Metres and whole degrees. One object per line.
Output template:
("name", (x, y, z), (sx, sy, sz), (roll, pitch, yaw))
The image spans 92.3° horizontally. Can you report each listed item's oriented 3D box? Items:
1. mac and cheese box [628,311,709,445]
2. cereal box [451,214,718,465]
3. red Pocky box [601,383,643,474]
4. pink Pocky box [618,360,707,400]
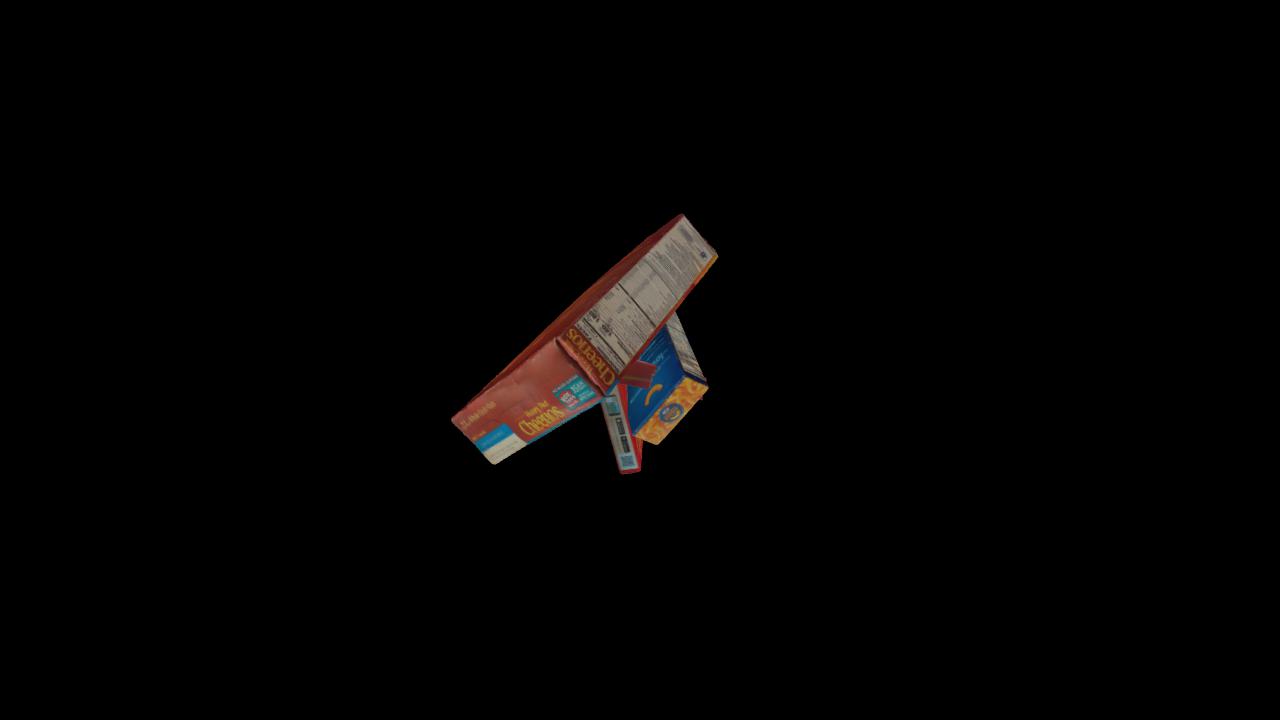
("mac and cheese box", (0.014, -0.001, 0.698), (0.041, 0.093, 0.184), (26, 27, -29))
("cereal box", (-0.051, -0.030, 0.691), (0.203, 0.081, 0.306), (-33, 13, 40))
("red Pocky box", (-0.024, 0.043, 0.695), (0.028, 0.155, 0.083), (-10, 27, 7))
("pink Pocky box", (-0.006, 0.014, 0.680), (0.155, 0.029, 0.084), (13, 1, -43))
